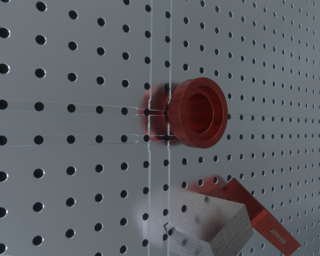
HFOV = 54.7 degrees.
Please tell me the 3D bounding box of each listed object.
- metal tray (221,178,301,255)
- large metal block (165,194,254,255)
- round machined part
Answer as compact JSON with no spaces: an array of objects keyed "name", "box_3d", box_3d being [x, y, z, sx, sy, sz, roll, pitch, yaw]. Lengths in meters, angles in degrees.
[{"name":"metal tray","box_3d":[0.163,0.144,0.501,0.030,0.090,0.130,-45,122,4]},{"name":"large metal block","box_3d":[0.069,0.142,0.432,0.081,0.080,0.050,-32,110,-35]},{"name":"round machined part","box_3d":[0.049,-0.021,0.439,0.099,0.042,0.097,0,90,-40]}]
